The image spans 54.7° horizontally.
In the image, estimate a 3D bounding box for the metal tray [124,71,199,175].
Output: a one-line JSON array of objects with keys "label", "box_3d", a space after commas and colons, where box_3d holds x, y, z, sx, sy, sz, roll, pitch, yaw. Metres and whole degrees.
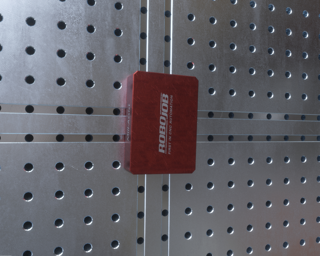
[{"label": "metal tray", "box_3d": [0.002, -0.006, 0.411, 0.091, 0.030, 0.129, 2, 89, -21]}]
